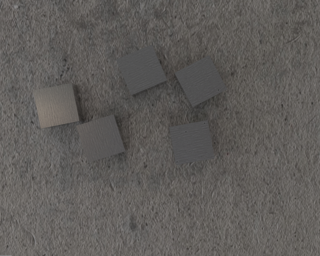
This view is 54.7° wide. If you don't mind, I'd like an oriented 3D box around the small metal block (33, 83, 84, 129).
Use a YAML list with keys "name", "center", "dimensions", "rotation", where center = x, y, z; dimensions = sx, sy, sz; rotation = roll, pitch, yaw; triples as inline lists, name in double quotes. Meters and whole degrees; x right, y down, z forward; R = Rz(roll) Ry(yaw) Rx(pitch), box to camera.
- name: "small metal block"
  center: [-0.133, -0.029, 0.409]
  dimensions: [0.050, 0.025, 0.050]
  rotation: [-11, 90, 0]

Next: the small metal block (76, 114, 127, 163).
- name: "small metal block"
  center: [-0.076, 0.013, 0.409]
  dimensions: [0.050, 0.025, 0.050]
  rotation: [-17, 90, 0]

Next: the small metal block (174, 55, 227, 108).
- name: "small metal block"
  center: [0.053, -0.060, 0.410]
  dimensions: [0.050, 0.025, 0.050]
  rotation: [-28, 90, 0]

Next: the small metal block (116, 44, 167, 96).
- name: "small metal block"
  center: [-0.024, -0.075, 0.410]
  dimensions: [0.050, 0.025, 0.050]
  rotation: [-23, 90, 0]

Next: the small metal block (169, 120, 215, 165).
- name: "small metal block"
  center: [0.041, 0.019, 0.410]
  dimensions: [0.050, 0.025, 0.050]
  rotation: [-10, 90, 0]
